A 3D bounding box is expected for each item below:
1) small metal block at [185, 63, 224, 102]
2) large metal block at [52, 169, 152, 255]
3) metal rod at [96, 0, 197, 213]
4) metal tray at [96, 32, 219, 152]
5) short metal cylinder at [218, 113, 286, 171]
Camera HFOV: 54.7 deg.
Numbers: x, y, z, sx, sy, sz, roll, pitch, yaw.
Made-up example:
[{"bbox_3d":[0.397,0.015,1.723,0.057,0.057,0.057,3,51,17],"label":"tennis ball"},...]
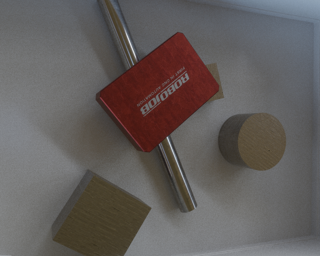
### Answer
[{"bbox_3d":[0.056,-0.060,0.433,0.050,0.025,0.050,-15,95,-20],"label":"small metal block"},{"bbox_3d":[-0.071,0.107,0.372,0.080,0.050,0.080,34,79,-17],"label":"large metal block"},{"bbox_3d":[-0.014,-0.028,0.406,0.025,0.025,0.298,-24,98,-19],"label":"metal rod"},{"bbox_3d":[0.000,-0.044,0.381,0.130,0.030,0.090,-41,104,-16],"label":"metal tray"},{"bbox_3d":[0.132,0.019,0.448,0.081,0.050,0.079,0,90,-21],"label":"short metal cylinder"}]
